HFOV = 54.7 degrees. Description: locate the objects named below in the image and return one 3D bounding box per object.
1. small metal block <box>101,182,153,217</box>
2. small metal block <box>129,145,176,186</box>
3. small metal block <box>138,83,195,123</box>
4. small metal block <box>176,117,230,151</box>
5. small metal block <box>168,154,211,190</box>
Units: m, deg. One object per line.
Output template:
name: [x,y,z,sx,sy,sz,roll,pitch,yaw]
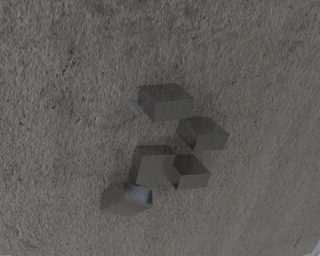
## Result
small metal block: [-0.046,0.100,0.429,0.050,0.025,0.050,25,137,-37]
small metal block: [-0.011,0.052,0.433,0.050,0.025,0.050,1,118,-29]
small metal block: [0.006,-0.032,0.374,0.050,0.050,0.025,-8,122,-24]
small metal block: [0.058,0.007,0.427,0.050,0.050,0.025,0,119,-29]
small metal block: [0.037,0.063,0.449,0.050,0.050,0.025,2,117,-30]
